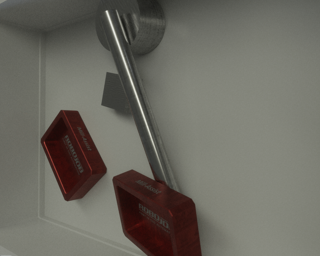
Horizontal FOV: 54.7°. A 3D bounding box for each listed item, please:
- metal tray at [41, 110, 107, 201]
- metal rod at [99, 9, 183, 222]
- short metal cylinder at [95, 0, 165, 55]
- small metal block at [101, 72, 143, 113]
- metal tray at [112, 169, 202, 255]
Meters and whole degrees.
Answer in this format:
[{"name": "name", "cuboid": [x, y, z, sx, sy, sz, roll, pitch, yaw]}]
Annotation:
[{"name": "metal tray", "cuboid": [-0.150, 0.045, 0.523, 0.090, 0.030, 0.130, -46, 63, 30]}, {"name": "metal rod", "cuboid": [-0.015, 0.001, 0.379, 0.025, 0.025, 0.298, -19, 89, 38]}, {"name": "short metal cylinder", "cuboid": [-0.040, -0.141, 0.416, 0.080, 0.050, 0.079, 7, 101, 37]}, {"name": "small metal block", "cuboid": [-0.056, -0.052, 0.451, 0.050, 0.025, 0.050, 18, 101, 38]}, {"name": "metal tray", "cuboid": [-0.007, 0.110, 0.370, 0.130, 0.030, 0.089, 14, 117, 54]}]
